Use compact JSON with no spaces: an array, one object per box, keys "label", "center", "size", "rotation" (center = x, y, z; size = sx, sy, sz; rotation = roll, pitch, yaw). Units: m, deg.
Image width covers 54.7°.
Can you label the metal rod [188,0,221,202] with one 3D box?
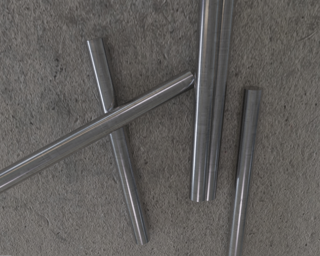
[{"label":"metal rod","center":[0.053,-0.046,0.373],"size":[0.025,0.025,0.298],"rotation":[1,110,0]}]

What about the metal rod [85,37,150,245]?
[{"label":"metal rod","center":[-0.052,0.032,0.420],"size":[0.025,0.025,0.298],"rotation":[-9,110,3]}]

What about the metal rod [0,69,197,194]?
[{"label":"metal rod","center":[-0.092,0.010,0.374],"size":[0.301,0.025,0.025],"rotation":[-29,108,-5]}]

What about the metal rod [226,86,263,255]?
[{"label":"metal rod","center":[0.117,0.089,0.443],"size":[0.025,0.025,0.298],"rotation":[0,110,0]}]

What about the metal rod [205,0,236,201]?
[{"label":"metal rod","center":[0.072,-0.042,0.394],"size":[0.025,0.025,0.298],"rotation":[1,110,-1]}]
